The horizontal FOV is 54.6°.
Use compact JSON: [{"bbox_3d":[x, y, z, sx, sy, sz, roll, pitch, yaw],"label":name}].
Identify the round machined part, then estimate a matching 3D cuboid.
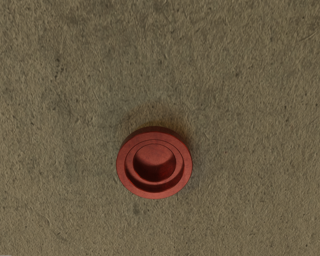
[{"bbox_3d":[-0.007,0.043,0.416,0.099,0.042,0.097,0,110,0],"label":"round machined part"}]
